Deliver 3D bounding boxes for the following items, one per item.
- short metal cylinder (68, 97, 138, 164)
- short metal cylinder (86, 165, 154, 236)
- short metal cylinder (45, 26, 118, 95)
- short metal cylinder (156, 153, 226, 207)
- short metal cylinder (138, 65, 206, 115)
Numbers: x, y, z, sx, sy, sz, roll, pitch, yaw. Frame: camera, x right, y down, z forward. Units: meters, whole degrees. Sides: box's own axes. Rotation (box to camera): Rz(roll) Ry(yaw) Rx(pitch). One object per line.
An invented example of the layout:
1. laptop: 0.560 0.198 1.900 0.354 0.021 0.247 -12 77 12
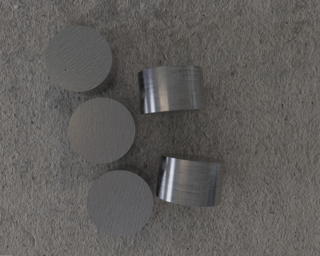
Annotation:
1. short metal cylinder: -0.070 0.003 0.397 0.081 0.050 0.080 0 90 0
2. short metal cylinder: -0.048 0.090 0.397 0.081 0.050 0.080 0 90 0
3. short metal cylinder: -0.098 -0.083 0.396 0.081 0.050 0.080 0 90 0
4. short metal cylinder: 0.037 0.061 0.383 0.080 0.080 0.050 6 90 0
5. short metal cylinder: 0.014 -0.045 0.382 0.080 0.080 0.050 -5 90 0
